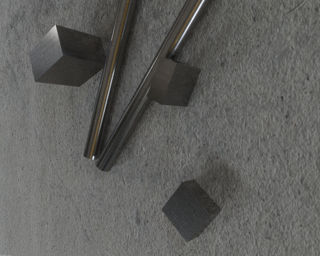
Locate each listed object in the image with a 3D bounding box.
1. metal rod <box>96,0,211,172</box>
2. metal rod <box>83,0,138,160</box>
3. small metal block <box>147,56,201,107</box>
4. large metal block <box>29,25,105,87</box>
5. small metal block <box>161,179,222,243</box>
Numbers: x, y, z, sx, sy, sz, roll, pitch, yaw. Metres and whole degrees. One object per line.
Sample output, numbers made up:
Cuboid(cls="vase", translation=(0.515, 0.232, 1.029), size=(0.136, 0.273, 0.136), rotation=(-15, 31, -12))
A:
Cuboid(cls="metal rod", translation=(-0.013, -0.057, 0.413), size=(0.025, 0.025, 0.298), rotation=(47, 117, 29))
Cuboid(cls="metal rod", translation=(-0.069, -0.095, 0.459), size=(0.025, 0.025, 0.298), rotation=(26, 106, 37))
Cuboid(cls="small metal block", translation=(0.017, -0.054, 0.373), size=(0.025, 0.050, 0.050), rotation=(32, 110, 35))
Cuboid(cls="large metal block", translation=(-0.143, -0.108, 0.484), size=(0.080, 0.081, 0.050), rotation=(-27, 73, 36))
Cuboid(cls="small metal block", translation=(0.037, 0.099, 0.373), size=(0.050, 0.025, 0.050), rotation=(47, 118, 29))
